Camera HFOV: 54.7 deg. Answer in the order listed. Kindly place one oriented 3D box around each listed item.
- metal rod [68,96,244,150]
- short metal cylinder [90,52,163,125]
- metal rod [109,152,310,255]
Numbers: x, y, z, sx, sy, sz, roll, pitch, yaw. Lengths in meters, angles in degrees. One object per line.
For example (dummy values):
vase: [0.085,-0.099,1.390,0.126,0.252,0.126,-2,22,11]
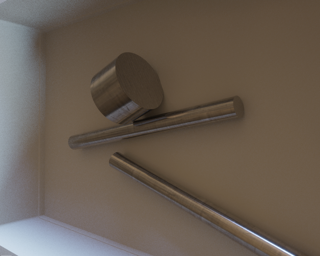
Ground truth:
metal rod: [-0.029,0.001,0.428,0.300,0.025,0.025,-12,83,39]
short metal cylinder: [-0.042,-0.051,0.404,0.050,0.081,0.080,-28,73,36]
metal rod: [0.045,0.094,0.368,0.300,0.025,0.025,23,104,37]
